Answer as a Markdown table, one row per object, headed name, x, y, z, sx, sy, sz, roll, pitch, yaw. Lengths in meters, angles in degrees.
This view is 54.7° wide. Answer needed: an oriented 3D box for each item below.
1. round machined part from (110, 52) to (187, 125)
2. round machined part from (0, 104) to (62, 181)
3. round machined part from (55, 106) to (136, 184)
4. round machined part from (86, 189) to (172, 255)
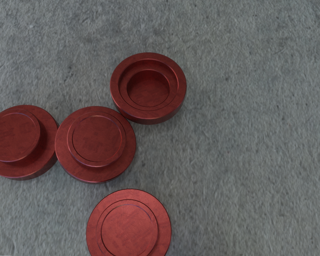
| name | x | y | z | sx | sy | sz | roll | pitch | yaw |
| --- | --- | --- | --- | --- | --- | --- | --- | --- | --- |
| round machined part | -0.015 | -0.049 | 0.416 | 0.099 | 0.042 | 0.098 | 1 | 68 | -2 |
| round machined part | -0.178 | 0.014 | 0.392 | 0.099 | 0.042 | 0.098 | 0 | 70 | 0 |
| round machined part | -0.078 | 0.018 | 0.381 | 0.099 | 0.042 | 0.098 | 4 | 72 | -12 |
| round machined part | -0.036 | 0.119 | 0.355 | 0.099 | 0.042 | 0.098 | 0 | 70 | -1 |
